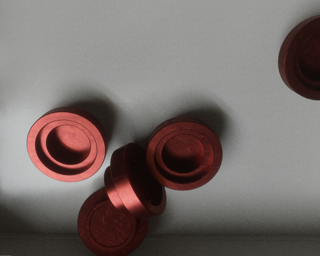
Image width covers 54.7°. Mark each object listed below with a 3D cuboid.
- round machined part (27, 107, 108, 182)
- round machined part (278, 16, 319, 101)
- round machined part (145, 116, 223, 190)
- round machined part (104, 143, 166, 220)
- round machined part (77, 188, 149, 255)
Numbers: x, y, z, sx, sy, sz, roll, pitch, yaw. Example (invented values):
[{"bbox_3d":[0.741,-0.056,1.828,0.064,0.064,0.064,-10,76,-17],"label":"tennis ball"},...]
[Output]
[{"bbox_3d":[-0.118,0.018,0.407,0.099,0.042,0.097,0,110,-1],"label":"round machined part"},{"bbox_3d":[0.191,-0.085,0.374,0.099,0.042,0.097,0,110,-1],"label":"round machined part"},{"bbox_3d":[0.030,0.030,0.413,0.099,0.042,0.097,-1,109,-2],"label":"round machined part"},{"bbox_3d":[-0.035,0.071,0.399,0.042,0.098,0.098,-27,108,17],"label":"round machined part"},{"bbox_3d":[-0.065,0.131,0.430,0.099,0.042,0.097,0,84,-1],"label":"round machined part"}]
